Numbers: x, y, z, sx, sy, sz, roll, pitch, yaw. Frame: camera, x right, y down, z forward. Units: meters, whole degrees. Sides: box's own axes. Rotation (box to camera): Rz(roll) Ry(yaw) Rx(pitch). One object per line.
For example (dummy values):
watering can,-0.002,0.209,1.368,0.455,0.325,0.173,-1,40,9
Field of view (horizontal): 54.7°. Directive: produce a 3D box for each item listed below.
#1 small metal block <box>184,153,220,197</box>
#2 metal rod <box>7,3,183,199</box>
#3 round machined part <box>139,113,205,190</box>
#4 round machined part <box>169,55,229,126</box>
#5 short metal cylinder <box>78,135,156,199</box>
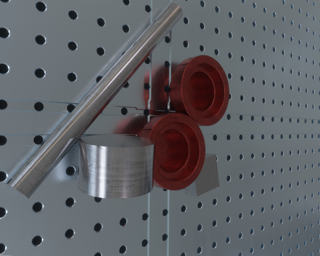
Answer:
small metal block,0.060,0.068,0.460,0.050,0.025,0.050,-13,99,-39
metal rod,-0.058,-0.050,0.360,0.025,0.025,0.301,50,60,-28
round machined part,0.010,0.030,0.405,0.099,0.042,0.097,1,89,-38
round machined part,0.051,-0.052,0.442,0.099,0.042,0.097,0,90,-40
short metal cylinder,-0.046,0.038,0.332,0.081,0.080,0.050,-2,99,-40
